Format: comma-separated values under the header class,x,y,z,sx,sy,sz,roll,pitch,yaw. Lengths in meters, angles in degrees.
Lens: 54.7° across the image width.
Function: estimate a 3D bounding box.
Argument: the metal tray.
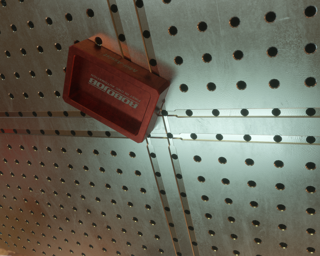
class,x,y,z,sx,sy,sz,roll,pitch,yaw
metal tray,-0.062,-0.048,0.409,0.130,0.030,0.089,29,128,9
